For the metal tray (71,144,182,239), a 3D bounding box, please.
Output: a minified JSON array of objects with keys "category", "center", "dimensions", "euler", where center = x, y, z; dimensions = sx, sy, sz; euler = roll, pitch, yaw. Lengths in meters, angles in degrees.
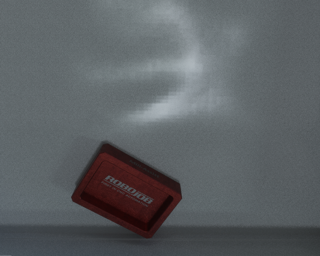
[{"category":"metal tray","center":[-0.046,0.092,0.441],"dimensions":[0.130,0.030,0.090],"euler":[31,107,-11]}]
